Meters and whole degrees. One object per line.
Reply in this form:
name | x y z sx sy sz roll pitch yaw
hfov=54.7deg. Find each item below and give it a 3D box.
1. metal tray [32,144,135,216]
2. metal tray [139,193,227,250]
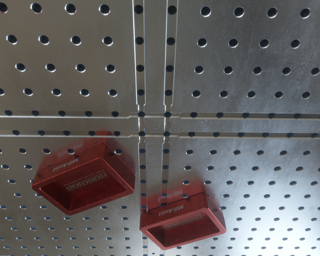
metal tray | -0.116 0.083 0.477 0.130 0.030 0.090 -23 127 18
metal tray | 0.041 0.171 0.554 0.130 0.030 0.090 -23 127 18
